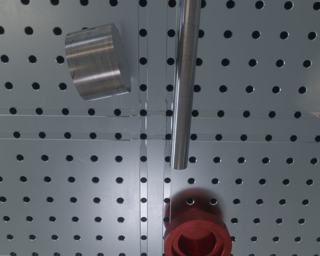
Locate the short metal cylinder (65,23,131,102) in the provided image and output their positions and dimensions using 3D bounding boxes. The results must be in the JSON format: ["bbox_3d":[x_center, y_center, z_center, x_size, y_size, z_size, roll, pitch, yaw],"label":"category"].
[{"bbox_3d":[-0.068,-0.075,0.356,0.050,0.080,0.079,-12,110,4],"label":"short metal cylinder"}]

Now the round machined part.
[{"bbox_3d":[0.055,0.166,0.466,0.099,0.042,0.097,0,110,0],"label":"round machined part"}]

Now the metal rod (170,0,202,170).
[{"bbox_3d":[0.033,-0.087,0.381,0.025,0.025,0.298,2,110,-1],"label":"metal rod"}]
